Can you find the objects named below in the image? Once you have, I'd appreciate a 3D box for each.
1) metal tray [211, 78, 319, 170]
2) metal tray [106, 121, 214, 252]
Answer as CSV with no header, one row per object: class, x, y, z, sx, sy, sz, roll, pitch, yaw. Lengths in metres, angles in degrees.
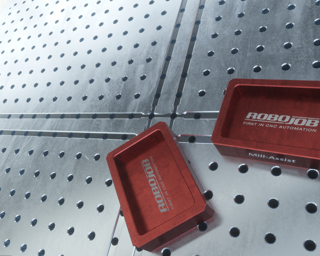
metal tray,0.131,-0.008,0.341,0.130,0.030,0.090,8,65,31
metal tray,-0.005,0.065,0.368,0.090,0.030,0.130,-32,52,7
